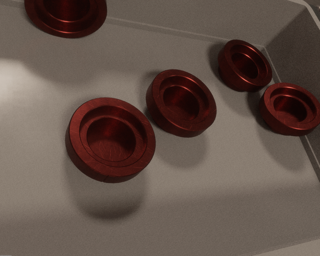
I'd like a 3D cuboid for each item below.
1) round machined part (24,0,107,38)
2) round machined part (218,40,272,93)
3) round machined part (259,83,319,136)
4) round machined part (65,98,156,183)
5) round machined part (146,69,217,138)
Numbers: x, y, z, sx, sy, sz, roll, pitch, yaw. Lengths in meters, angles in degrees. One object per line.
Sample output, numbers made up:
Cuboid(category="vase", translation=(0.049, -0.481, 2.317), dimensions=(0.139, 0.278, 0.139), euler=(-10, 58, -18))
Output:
Cuboid(category="round machined part", translation=(-0.119, -0.165, 0.396), dimensions=(0.099, 0.097, 0.042), euler=(5, 60, -26))
Cuboid(category="round machined part", translation=(0.141, -0.101, 0.535), dimensions=(0.099, 0.042, 0.098), euler=(14, 56, -21))
Cuboid(category="round machined part", translation=(0.212, -0.026, 0.516), dimensions=(0.099, 0.042, 0.098), euler=(4, 55, -6))
Cuboid(category="round machined part", translation=(-0.058, 0.017, 0.354), dimensions=(0.099, 0.042, 0.098), euler=(14, 56, -21))
Cuboid(category="round machined part", translation=(0.025, -0.029, 0.428), dimensions=(0.099, 0.042, 0.098), euler=(14, 56, -21))
